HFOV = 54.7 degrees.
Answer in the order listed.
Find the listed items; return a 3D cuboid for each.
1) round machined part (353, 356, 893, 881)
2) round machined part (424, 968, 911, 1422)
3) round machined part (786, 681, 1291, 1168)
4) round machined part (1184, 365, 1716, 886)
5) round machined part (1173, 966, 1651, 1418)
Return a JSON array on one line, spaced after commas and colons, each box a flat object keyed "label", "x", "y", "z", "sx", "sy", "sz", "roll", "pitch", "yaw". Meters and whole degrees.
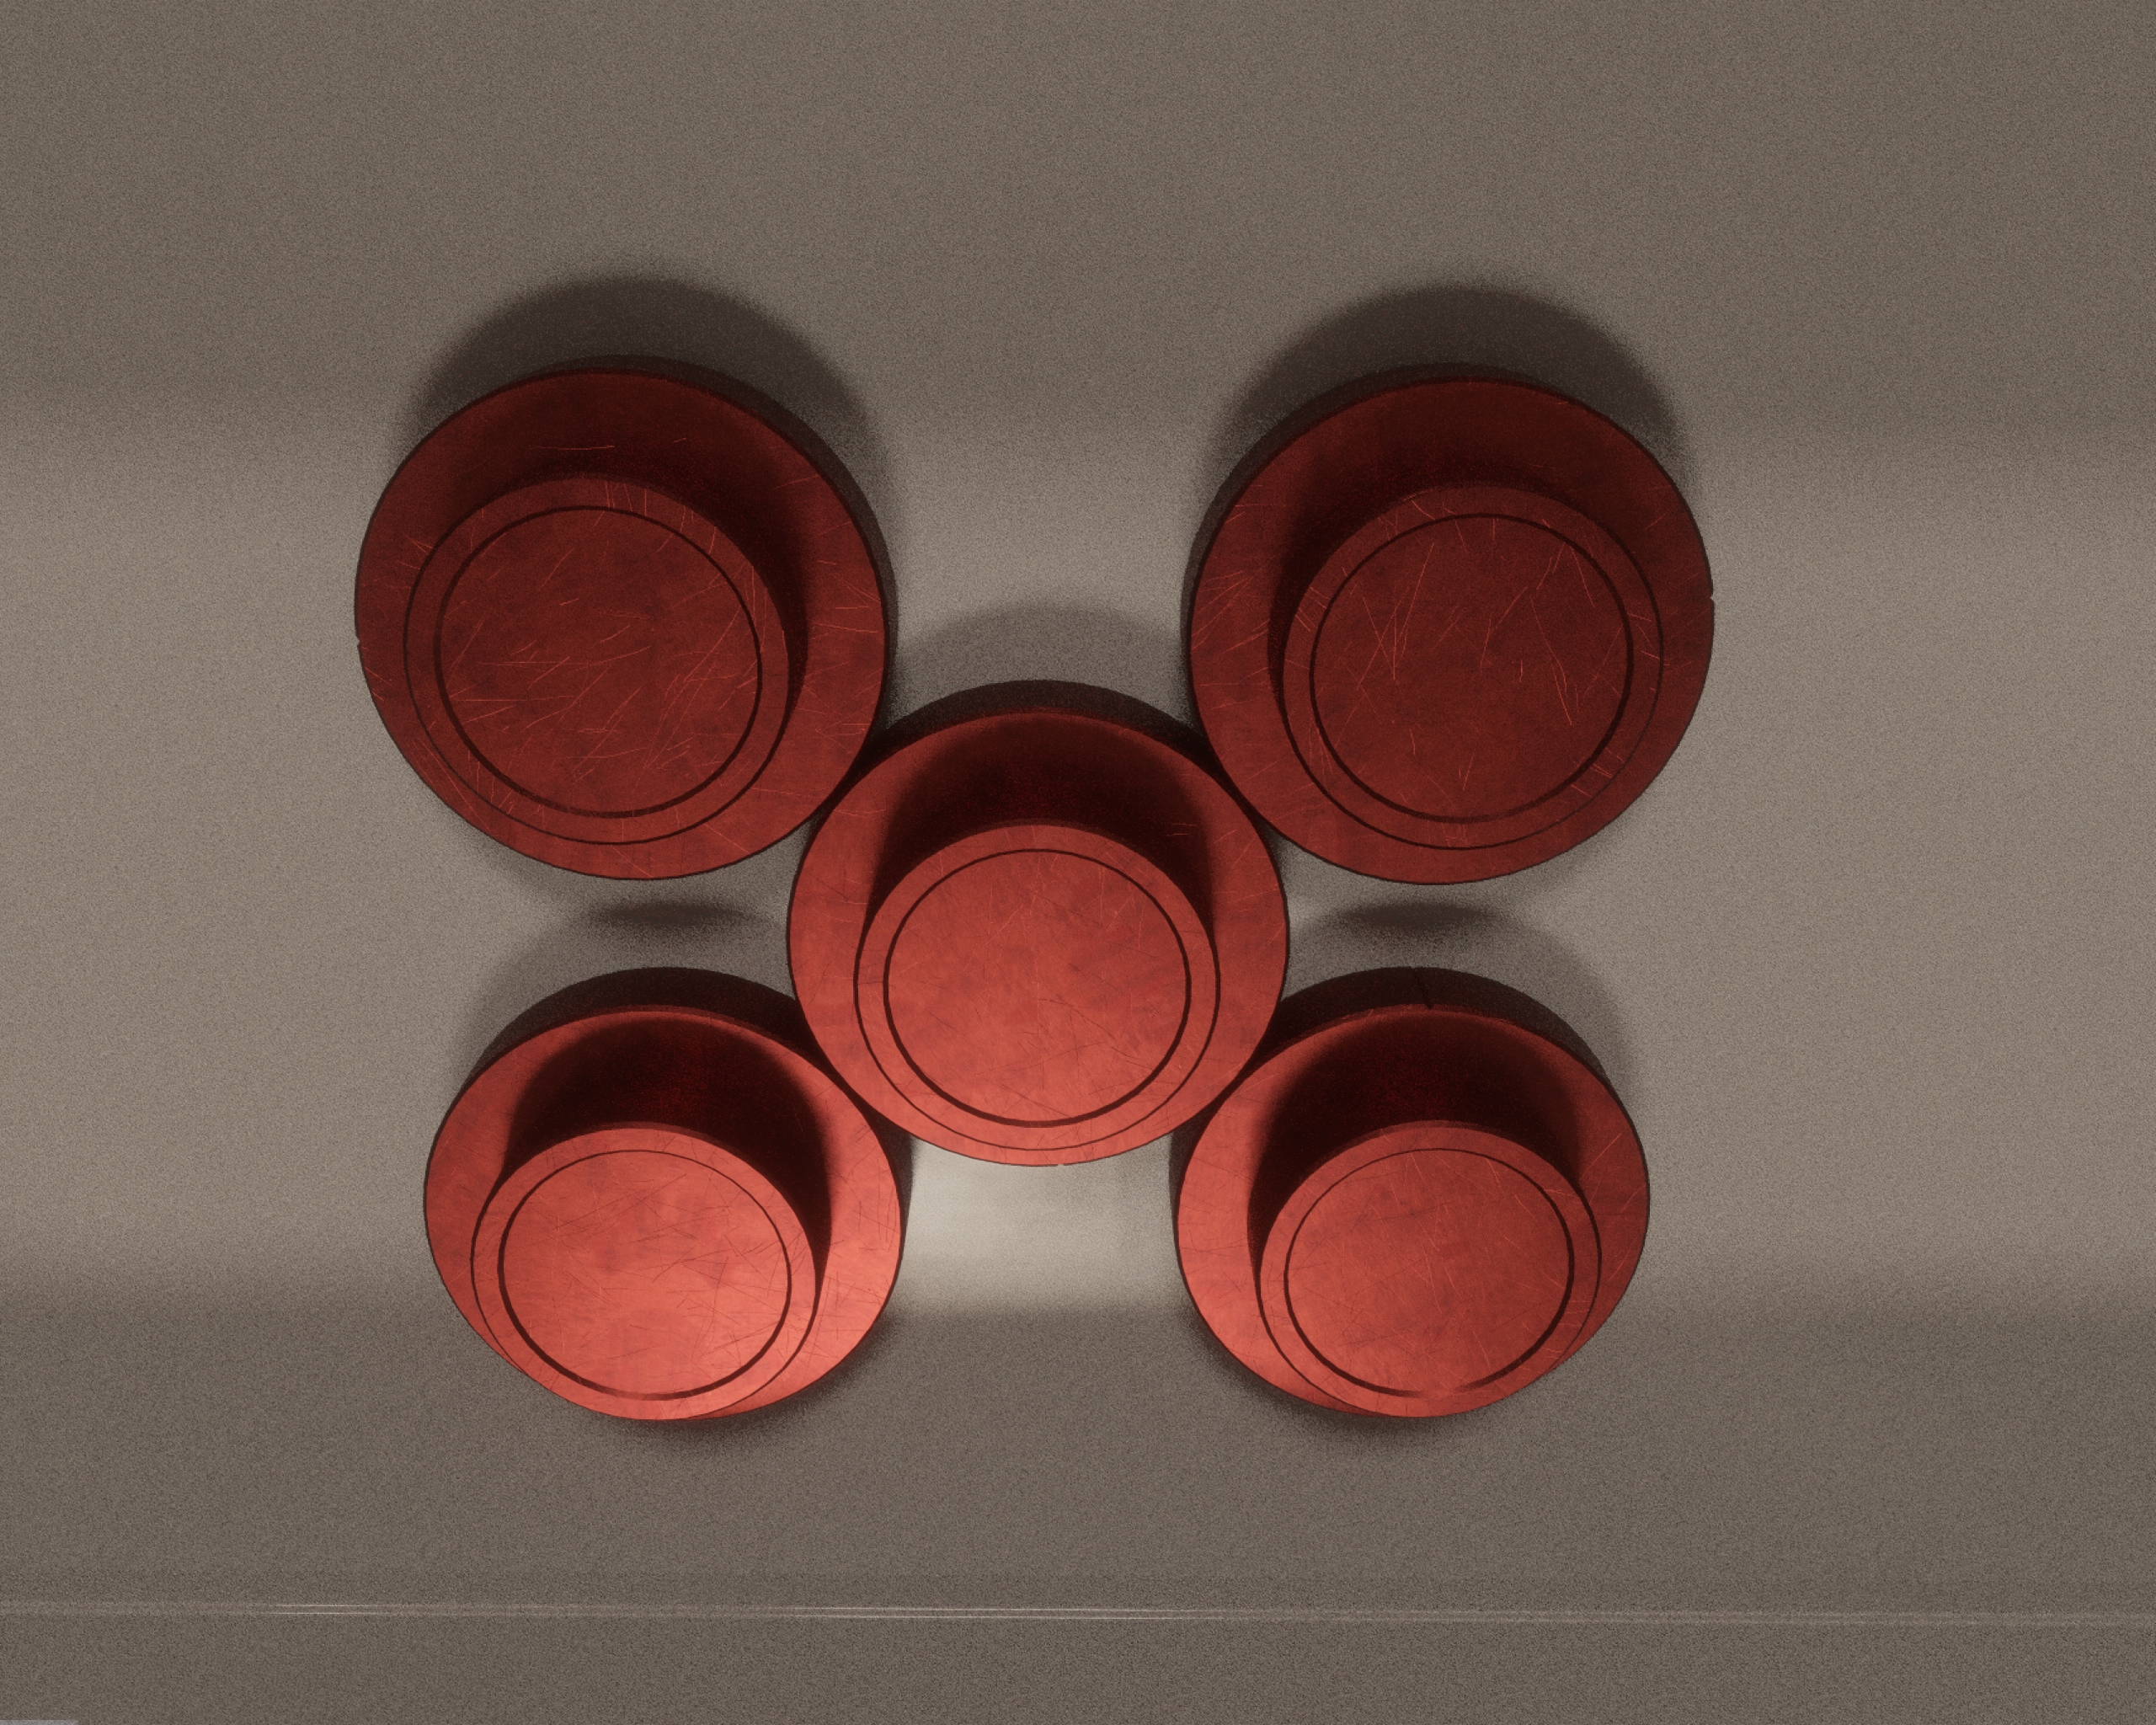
[{"label": "round machined part", "x": -0.084, "y": -0.042, "z": 0.384, "sx": 0.099, "sy": 0.042, "sz": 0.097, "roll": 0, "pitch": 110, "yaw": -1}, {"label": "round machined part", "x": -0.085, "y": 0.074, "z": 0.427, "sx": 0.099, "sy": 0.042, "sz": 0.097, "roll": 0, "pitch": 110, "yaw": -1}, {"label": "round machined part", "x": -0.008, "y": 0.017, "z": 0.406, "sx": 0.099, "sy": 0.042, "sz": 0.097, "roll": 0, "pitch": 110, "yaw": -1}, {"label": "round machined part", "x": 0.069, "y": -0.041, "z": 0.387, "sx": 0.099, "sy": 0.042, "sz": 0.097, "roll": 0, "pitch": 110, "yaw": -1}, {"label": "round machined part", "x": 0.069, "y": 0.074, "z": 0.429, "sx": 0.099, "sy": 0.042, "sz": 0.097, "roll": 0, "pitch": 110, "yaw": -1}]
